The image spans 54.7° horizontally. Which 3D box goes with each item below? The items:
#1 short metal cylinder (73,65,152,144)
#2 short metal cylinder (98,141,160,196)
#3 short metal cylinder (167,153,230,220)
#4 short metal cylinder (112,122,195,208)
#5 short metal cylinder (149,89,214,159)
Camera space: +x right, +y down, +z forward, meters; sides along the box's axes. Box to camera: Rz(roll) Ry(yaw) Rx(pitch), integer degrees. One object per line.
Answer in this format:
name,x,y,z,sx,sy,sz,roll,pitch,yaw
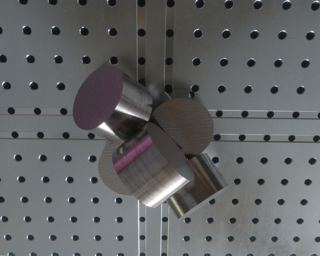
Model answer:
short metal cylinder,-0.056,-0.027,0.366,0.080,0.080,0.050,-44,139,14
short metal cylinder,-0.038,0.043,0.414,0.081,0.050,0.079,0,110,-1
short metal cylinder,0.043,0.077,0.405,0.080,0.080,0.050,-39,71,13
short metal cylinder,-0.007,0.040,0.344,0.050,0.080,0.080,-39,106,13
short metal cylinder,0.025,-0.006,0.397,0.081,0.050,0.079,0,110,-1
